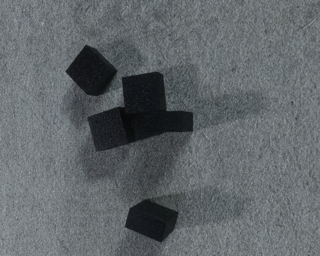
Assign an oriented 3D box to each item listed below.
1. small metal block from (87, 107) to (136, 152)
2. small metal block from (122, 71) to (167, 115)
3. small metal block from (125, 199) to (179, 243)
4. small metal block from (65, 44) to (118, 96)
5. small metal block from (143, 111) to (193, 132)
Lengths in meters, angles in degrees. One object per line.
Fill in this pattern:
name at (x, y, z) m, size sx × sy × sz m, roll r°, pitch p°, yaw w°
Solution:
small metal block at (-0.068, 0.002, 0.433) m, size 0.050 × 0.025 × 0.050 m, roll -17°, pitch 84°, yaw 19°
small metal block at (-0.021, -0.046, 0.416) m, size 0.050 × 0.025 × 0.050 m, roll -6°, pitch 88°, yaw 19°
small metal block at (-0.009, 0.118, 0.399) m, size 0.050 × 0.050 × 0.025 m, roll 17°, pitch 96°, yaw 19°
small metal block at (-0.098, -0.082, 0.444) m, size 0.050 × 0.025 × 0.050 m, roll 45°, pitch 104°, yaw 14°
small metal block at (0.011, -0.008, 0.392) m, size 0.050 × 0.050 × 0.025 m, roll 0°, pitch 90°, yaw 20°
